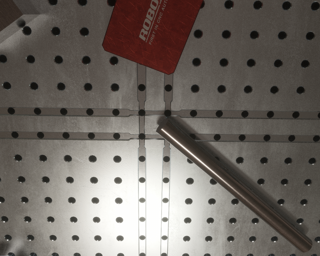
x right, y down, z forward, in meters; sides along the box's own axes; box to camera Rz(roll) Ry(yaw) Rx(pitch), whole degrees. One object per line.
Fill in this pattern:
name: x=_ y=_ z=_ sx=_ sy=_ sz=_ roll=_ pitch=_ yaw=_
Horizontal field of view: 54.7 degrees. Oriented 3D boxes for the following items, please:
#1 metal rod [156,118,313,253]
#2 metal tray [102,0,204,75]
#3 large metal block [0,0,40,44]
metal rod: x=0.115 y=0.089 z=0.448 sx=0.300 sy=0.025 sz=0.025 roll=40 pitch=105 yaw=-14
metal tray: x=-0.004 y=-0.138 z=0.360 sx=0.091 sy=0.030 sz=0.129 roll=20 pitch=109 yaw=-8
large metal block: x=-0.200 y=-0.140 z=0.346 sx=0.080 sy=0.050 sz=0.080 roll=-31 pitch=108 yaw=10
